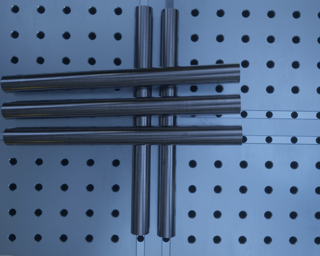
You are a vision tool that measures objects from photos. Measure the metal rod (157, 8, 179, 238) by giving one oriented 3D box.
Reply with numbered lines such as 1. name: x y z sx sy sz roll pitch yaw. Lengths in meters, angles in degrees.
1. metal rod: 0.011 -0.006 0.414 0.025 0.025 0.298 1 90 -1

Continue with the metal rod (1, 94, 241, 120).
1. metal rod: -0.054 -0.026 0.392 0.302 0.025 0.025 -1 90 7

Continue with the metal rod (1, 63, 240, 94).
1. metal rod: -0.054 -0.062 0.392 0.302 0.025 0.025 -1 90 7

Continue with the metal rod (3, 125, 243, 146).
1. metal rod: -0.052 0.010 0.392 0.302 0.025 0.025 0 90 8

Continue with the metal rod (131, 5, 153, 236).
1. metal rod: -0.024 -0.010 0.413 0.025 0.025 0.298 1 90 -1
